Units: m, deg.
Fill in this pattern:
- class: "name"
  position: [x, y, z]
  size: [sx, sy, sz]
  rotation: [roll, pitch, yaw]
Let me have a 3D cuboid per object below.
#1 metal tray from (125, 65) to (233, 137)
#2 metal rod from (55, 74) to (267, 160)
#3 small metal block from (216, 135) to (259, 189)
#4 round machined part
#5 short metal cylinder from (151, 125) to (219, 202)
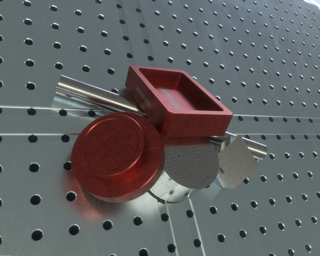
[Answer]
- class: "metal tray"
  position: [0.019, -0.038, 0.396]
  size: [0.091, 0.030, 0.130]
  rotation: [0, 33, -29]
- class: "metal rod"
  position: [0.015, -0.008, 0.417]
  size: [0.302, 0.025, 0.025]
  rotation: [18, 55, -18]
- class: "small metal block"
  position: [0.096, 0.045, 0.414]
  size: [0.050, 0.025, 0.050]
  rotation: [-35, 97, -22]
- class: "round machined part"
  position: [-0.046, 0.024, 0.323]
  size: [0.099, 0.042, 0.098]
  rotation: [-4, 62, 7]
- class: "short metal cylinder"
  position: [0.023, 0.043, 0.374]
  size: [0.081, 0.050, 0.080]
  rotation: [14, 56, -21]
